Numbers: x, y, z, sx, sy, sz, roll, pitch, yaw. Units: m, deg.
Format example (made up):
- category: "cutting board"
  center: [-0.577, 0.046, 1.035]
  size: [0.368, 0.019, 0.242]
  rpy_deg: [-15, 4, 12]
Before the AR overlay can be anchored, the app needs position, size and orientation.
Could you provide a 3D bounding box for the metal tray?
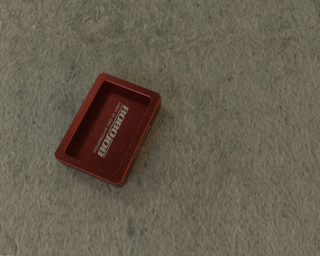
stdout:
- category: "metal tray"
  center: [-0.064, 0.001, 0.404]
  size: [0.090, 0.030, 0.130]
  rpy_deg: [22, 71, 7]
